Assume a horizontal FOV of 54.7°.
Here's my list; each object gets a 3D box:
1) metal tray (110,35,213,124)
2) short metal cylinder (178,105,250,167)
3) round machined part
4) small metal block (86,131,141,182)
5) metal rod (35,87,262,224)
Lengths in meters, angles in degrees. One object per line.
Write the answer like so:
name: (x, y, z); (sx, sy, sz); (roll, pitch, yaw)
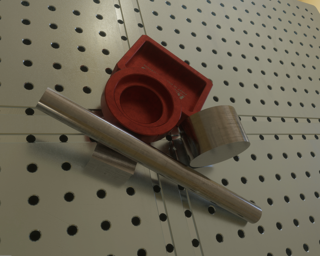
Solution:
metal tray: (0.006, -0.068, 0.450); (0.130, 0.030, 0.090); (34, 51, -6)
short metal cylinder: (0.069, 0.012, 0.403); (0.081, 0.080, 0.050); (-4, 64, -30)
round machined part: (-0.026, -0.025, 0.389); (0.099, 0.042, 0.098); (12, 57, -19)
small metal block: (-0.052, 0.028, 0.364); (0.050, 0.025, 0.050); (25, 53, -13)
metal rod: (0.004, 0.042, 0.360); (0.301, 0.025, 0.025); (31, 51, -20)
